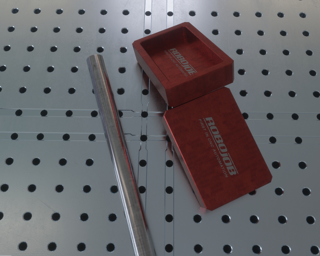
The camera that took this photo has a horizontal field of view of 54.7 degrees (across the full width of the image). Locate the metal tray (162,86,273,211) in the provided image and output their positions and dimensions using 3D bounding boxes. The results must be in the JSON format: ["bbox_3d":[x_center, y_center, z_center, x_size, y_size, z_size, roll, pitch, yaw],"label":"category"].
[{"bbox_3d":[0.069,0.024,0.387,0.091,0.030,0.129,-23,84,-9],"label":"metal tray"}]

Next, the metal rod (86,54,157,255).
[{"bbox_3d":[-0.051,0.036,0.398,0.025,0.025,0.299,-15,71,-6],"label":"metal rod"}]

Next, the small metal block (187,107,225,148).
[{"bbox_3d":[0.061,-0.004,0.414,0.050,0.025,0.050,-22,72,-8],"label":"small metal block"}]

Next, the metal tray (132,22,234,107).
[{"bbox_3d":[0.027,-0.090,0.413,0.091,0.030,0.130,-23,46,-8],"label":"metal tray"}]
